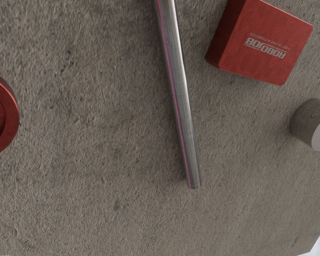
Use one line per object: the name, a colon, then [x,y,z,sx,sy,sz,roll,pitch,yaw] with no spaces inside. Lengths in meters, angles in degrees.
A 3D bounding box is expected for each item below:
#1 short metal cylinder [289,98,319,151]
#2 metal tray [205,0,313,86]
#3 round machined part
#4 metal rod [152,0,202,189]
short metal cylinder: [0.276,-0.006,0.541,0.081,0.050,0.079,-14,125,-21]
metal tray: [0.132,-0.112,0.409,0.131,0.030,0.089,7,115,-32]
round machined part: [-0.185,-0.017,0.285,0.099,0.042,0.097,-14,125,-21]
metal rod: [0.028,-0.029,0.405,0.025,0.025,0.298,-24,127,-14]
